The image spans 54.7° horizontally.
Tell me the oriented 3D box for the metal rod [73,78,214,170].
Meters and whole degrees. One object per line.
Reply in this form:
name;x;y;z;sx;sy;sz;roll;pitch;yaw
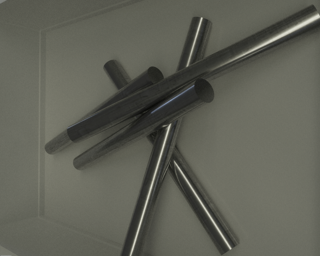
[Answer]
metal rod;-0.045;0.012;0.402;0.299;0.025;0.025;-28;72;49

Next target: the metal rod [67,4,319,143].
metal rod;0.018;-0.048;0.342;0.300;0.025;0.025;-23;75;22

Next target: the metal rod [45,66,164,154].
metal rod;-0.102;-0.012;0.465;0.299;0.025;0.025;-27;73;43

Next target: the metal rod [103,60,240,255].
metal rod;0.002;0.020;0.403;0.025;0.025;0.299;-48;62;29

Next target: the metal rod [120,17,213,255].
metal rod;0.006;0.017;0.370;0.025;0.025;0.298;19;93;38
